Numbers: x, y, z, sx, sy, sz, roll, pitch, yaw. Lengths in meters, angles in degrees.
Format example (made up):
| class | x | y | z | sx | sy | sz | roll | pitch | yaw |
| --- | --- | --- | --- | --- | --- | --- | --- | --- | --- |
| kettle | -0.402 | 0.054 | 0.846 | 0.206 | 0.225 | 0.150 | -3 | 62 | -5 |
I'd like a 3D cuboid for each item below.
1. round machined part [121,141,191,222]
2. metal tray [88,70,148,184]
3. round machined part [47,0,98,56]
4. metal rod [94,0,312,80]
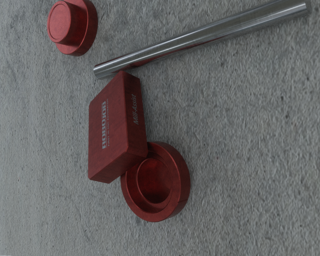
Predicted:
| class | x | y | z | sx | sy | sz | roll | pitch | yaw |
| --- | --- | --- | --- | --- | --- | --- | --- | --- | --- |
| round machined part | -0.001 | 0.065 | 0.393 | 0.098 | 0.042 | 0.097 | 0 | 90 | 39 |
| metal tray | -0.061 | -0.002 | 0.418 | 0.090 | 0.030 | 0.130 | -38 | 46 | 36 |
| round machined part | -0.151 | -0.172 | 0.516 | 0.098 | 0.042 | 0.097 | 0 | 90 | 39 |
| metal rod | 0.023 | -0.103 | 0.384 | 0.300 | 0.025 | 0.025 | -8 | 85 | 39 |
